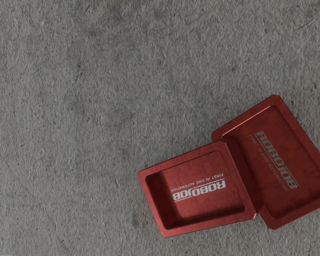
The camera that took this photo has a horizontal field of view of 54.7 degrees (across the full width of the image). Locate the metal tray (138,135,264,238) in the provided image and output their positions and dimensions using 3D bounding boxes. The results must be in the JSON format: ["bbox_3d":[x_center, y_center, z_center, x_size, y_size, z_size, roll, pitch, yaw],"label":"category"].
[{"bbox_3d":[0.043,0.073,0.371,0.130,0.030,0.090,-26,84,33],"label":"metal tray"}]

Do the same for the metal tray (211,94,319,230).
[{"bbox_3d":[0.132,0.038,0.359,0.090,0.030,0.130,-34,79,16],"label":"metal tray"}]
